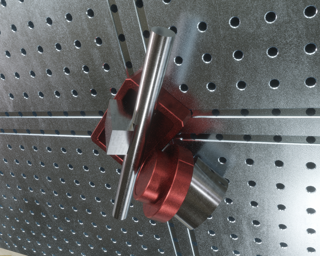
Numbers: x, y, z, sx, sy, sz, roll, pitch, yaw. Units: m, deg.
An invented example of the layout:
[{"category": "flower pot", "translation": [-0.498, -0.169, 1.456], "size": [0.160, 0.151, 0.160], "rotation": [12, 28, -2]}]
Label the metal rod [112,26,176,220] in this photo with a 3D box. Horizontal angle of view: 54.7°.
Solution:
[{"category": "metal rod", "translation": [-0.030, 0.019, 0.398], "size": [0.025, 0.025, 0.298], "rotation": [25, 127, 12]}]

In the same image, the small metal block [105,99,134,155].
[{"category": "small metal block", "translation": [-0.053, -0.001, 0.393], "size": [0.025, 0.050, 0.050], "rotation": [2, 140, -18]}]

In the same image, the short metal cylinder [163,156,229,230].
[{"category": "short metal cylinder", "translation": [0.043, 0.083, 0.402], "size": [0.050, 0.080, 0.080], "rotation": [40, 129, 1]}]

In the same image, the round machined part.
[{"category": "round machined part", "translation": [-0.001, 0.064, 0.389], "size": [0.042, 0.098, 0.097], "rotation": [24, 130, -14]}]

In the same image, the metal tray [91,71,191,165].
[{"category": "metal tray", "translation": [-0.030, -0.001, 0.421], "size": [0.090, 0.030, 0.129], "rotation": [40, 129, 0]}]
